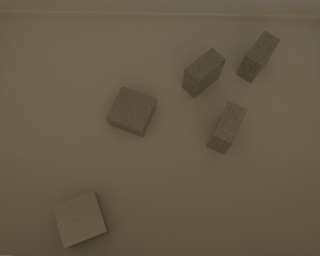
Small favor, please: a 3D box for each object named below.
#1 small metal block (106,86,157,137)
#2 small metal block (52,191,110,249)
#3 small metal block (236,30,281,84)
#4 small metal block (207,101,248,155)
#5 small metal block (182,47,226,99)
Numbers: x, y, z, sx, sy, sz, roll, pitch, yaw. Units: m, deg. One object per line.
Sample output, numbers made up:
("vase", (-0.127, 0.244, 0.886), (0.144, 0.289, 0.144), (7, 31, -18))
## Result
("small metal block", (-0.037, -0.022, 0.417), (0.050, 0.025, 0.050), (20, 71, 7))
("small metal block", (-0.093, 0.109, 0.369), (0.050, 0.025, 0.050), (-20, 71, -8))
("small metal block", (0.137, -0.098, 0.434), (0.025, 0.050, 0.050), (36, 74, 12))
("small metal block", (0.085, 0.001, 0.397), (0.025, 0.050, 0.050), (25, 72, 8))
("small metal block", (0.059, -0.074, 0.424), (0.050, 0.050, 0.025), (-40, 75, -13))
